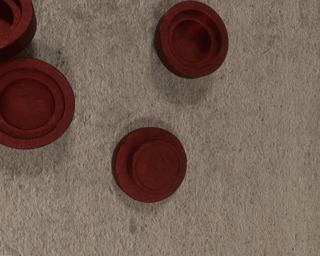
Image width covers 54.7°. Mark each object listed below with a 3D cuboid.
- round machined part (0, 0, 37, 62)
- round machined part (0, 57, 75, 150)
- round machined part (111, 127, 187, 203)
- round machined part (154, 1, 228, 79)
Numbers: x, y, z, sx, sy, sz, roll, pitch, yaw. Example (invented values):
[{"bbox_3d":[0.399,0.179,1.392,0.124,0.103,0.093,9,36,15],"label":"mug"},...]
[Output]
[{"bbox_3d":[-0.180,-0.107,0.321,0.099,0.042,0.098,4,67,-10],"label":"round machined part"},{"bbox_3d":[-0.148,-0.026,0.346,0.099,0.042,0.097,0,90,-21],"label":"round machined part"},{"bbox_3d":[-0.009,0.048,0.398,0.099,0.042,0.097,0,90,-21],"label":"round machined part"},{"bbox_3d":[0.038,-0.114,0.415,0.099,0.042,0.097,0,90,-21],"label":"round machined part"}]
